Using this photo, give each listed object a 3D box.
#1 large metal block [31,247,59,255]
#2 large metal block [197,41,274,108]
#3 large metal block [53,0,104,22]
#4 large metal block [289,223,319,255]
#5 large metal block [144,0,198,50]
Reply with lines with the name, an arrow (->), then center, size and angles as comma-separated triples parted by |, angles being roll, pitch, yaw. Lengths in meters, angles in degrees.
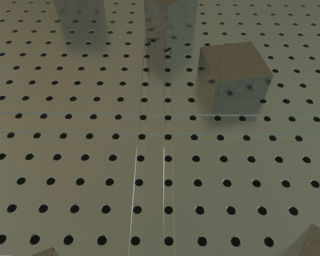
large metal block -> -0.115, 0.160, 0.256 | 0.081, 0.050, 0.080 | -18, 53, -15
large metal block -> 0.107, -0.081, 0.461 | 0.081, 0.050, 0.080 | -8, 51, -7
large metal block -> -0.153, -0.250, 0.580 | 0.081, 0.080, 0.050 | 1, 50, 1
large metal block -> 0.150, 0.147, 0.270 | 0.080, 0.050, 0.080 | 29, 56, 22
large metal block -> 0.019, -0.196, 0.537 | 0.050, 0.080, 0.080 | 34, 58, 25
